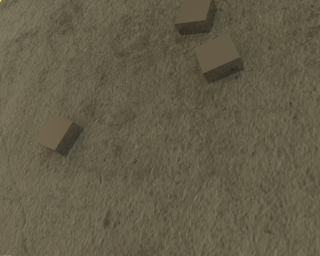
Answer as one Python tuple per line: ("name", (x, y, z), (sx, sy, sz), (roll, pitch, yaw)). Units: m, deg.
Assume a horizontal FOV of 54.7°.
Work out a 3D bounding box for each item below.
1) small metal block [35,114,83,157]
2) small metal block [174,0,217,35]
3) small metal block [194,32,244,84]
("small metal block", (-0.155, 0.011, 0.476), (0.050, 0.025, 0.050), (17, 70, 34))
("small metal block", (0.056, -0.174, 0.480), (0.050, 0.025, 0.050), (3, 63, 29))
("small metal block", (0.079, -0.094, 0.419), (0.050, 0.025, 0.050), (-22, 54, 14))
